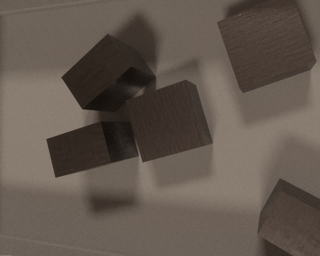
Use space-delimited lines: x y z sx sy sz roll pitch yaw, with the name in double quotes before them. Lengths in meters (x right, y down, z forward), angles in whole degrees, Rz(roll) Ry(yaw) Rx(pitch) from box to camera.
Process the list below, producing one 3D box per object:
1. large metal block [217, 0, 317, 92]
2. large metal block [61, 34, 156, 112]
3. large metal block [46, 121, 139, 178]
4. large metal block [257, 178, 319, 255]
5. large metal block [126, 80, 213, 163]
"large metal block" 0.120 -0.093 0.355 0.080 0.050 0.080 -19 84 18
"large metal block" -0.063 -0.066 0.402 0.080 0.080 0.050 -38 78 16
"large metal block" -0.086 0.027 0.410 0.080 0.080 0.050 -17 85 19
"large metal block" 0.154 0.101 0.327 0.080 0.080 0.050 28 99 17
"large metal block" 0.013 -0.007 0.392 0.080 0.050 0.080 -17 85 19
